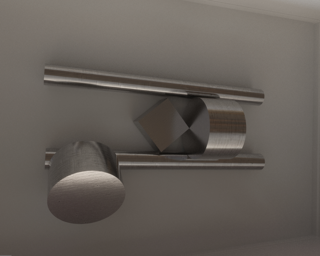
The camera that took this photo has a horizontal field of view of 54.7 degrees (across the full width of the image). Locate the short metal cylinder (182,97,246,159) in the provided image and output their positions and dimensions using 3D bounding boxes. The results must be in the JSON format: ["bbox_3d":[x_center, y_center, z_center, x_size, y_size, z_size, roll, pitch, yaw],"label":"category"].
[{"bbox_3d":[0.068,0.001,0.406,0.050,0.080,0.079,2,90,-20],"label":"short metal cylinder"}]

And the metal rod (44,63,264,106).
[{"bbox_3d":[0.007,-0.054,0.412,0.302,0.025,0.025,3,89,-21],"label":"metal rod"}]

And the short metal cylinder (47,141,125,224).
[{"bbox_3d":[-0.083,0.061,0.347,0.081,0.050,0.079,-9,127,-12],"label":"short metal cylinder"}]

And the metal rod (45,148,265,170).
[{"bbox_3d":[0.008,0.043,0.412,0.303,0.025,0.025,3,89,-21],"label":"metal rod"}]

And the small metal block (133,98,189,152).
[{"bbox_3d":[0.002,-0.004,0.410,0.050,0.025,0.050,-40,103,-16],"label":"small metal block"}]
